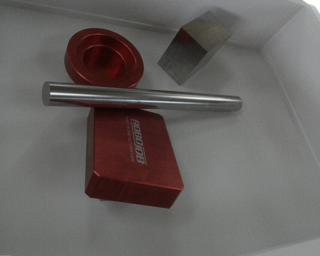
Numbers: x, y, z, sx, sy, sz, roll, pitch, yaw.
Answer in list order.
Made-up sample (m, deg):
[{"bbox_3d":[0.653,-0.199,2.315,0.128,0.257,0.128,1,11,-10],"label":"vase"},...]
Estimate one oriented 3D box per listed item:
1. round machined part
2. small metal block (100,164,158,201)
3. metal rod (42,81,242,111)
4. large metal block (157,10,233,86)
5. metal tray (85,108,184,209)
[{"bbox_3d":[-0.074,-0.079,0.404,0.099,0.042,0.098,14,56,-21],"label":"round machined part"},{"bbox_3d":[-0.035,0.059,0.336,0.050,0.050,0.025,5,60,-26],"label":"small metal block"},{"bbox_3d":[0.004,-0.037,0.404,0.302,0.025,0.025,-1,62,-39],"label":"metal rod"},{"bbox_3d":[0.053,-0.122,0.476,0.050,0.080,0.080,46,51,3],"label":"large metal block"},{"bbox_3d":[-0.032,0.023,0.341,0.091,0.030,0.130,14,33,-21],"label":"metal tray"}]
